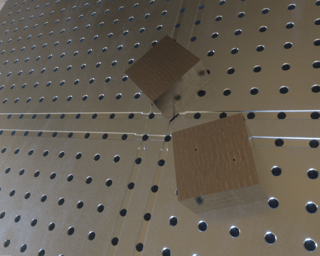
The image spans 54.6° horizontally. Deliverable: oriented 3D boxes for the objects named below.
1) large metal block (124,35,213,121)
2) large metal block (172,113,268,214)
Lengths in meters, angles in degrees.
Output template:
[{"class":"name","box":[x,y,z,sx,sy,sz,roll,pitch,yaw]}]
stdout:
[{"class":"large metal block","box":[0.011,-0.070,0.431,0.080,0.050,0.080,-42,51,0]},{"class":"large metal block","box":[0.063,0.040,0.336,0.080,0.050,0.080,-17,55,19]}]
